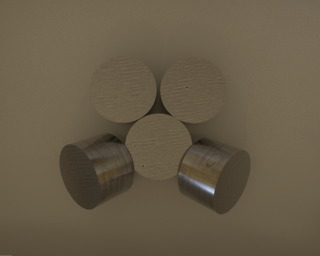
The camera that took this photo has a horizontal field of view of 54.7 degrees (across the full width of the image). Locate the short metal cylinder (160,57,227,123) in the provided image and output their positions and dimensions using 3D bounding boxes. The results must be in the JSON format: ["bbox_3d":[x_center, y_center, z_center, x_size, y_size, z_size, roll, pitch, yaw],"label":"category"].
[{"bbox_3d":[0.040,-0.046,0.398,0.081,0.050,0.079,0,90,-1],"label":"short metal cylinder"}]

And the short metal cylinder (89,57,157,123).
[{"bbox_3d":[-0.044,-0.046,0.396,0.081,0.050,0.079,0,90,-1],"label":"short metal cylinder"}]

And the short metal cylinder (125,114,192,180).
[{"bbox_3d":[-0.002,0.022,0.396,0.081,0.050,0.079,0,90,-1],"label":"short metal cylinder"}]

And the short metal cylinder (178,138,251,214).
[{"bbox_3d":[0.067,0.057,0.377,0.050,0.080,0.080,21,90,39],"label":"short metal cylinder"}]

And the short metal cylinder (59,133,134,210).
[{"bbox_3d":[-0.077,0.051,0.376,0.050,0.080,0.080,-20,91,-45],"label":"short metal cylinder"}]
